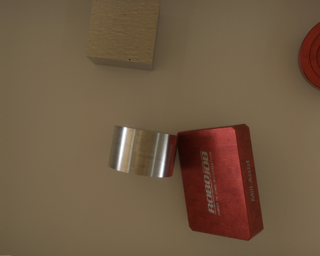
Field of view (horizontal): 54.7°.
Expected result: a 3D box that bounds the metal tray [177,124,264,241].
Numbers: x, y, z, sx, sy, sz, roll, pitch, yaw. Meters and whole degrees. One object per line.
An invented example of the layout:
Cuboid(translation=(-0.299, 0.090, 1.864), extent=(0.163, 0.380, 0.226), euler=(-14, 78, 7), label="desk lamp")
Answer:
Cuboid(translation=(0.071, 0.064, 0.382), extent=(0.030, 0.090, 0.129), euler=(-8, 90, -45), label="metal tray")

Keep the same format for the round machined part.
Cuboid(translation=(0.230, -0.092, 0.397), extent=(0.098, 0.042, 0.097), euler=(1, 94, 17), label="round machined part")

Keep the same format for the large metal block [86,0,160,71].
Cuboid(translation=(-0.045, -0.122, 0.398), extent=(0.081, 0.050, 0.080), euler=(7, 90, -1), label="large metal block")

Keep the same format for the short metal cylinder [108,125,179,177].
Cuboid(translation=(-0.020, 0.027, 0.384), extent=(0.080, 0.080, 0.050), euler=(9, 90, -1), label="short metal cylinder")

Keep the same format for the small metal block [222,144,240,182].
Cuboid(translation=(0.092, 0.047, 0.400), extent=(0.025, 0.050, 0.050), euler=(12, 90, -1), label="small metal block")
